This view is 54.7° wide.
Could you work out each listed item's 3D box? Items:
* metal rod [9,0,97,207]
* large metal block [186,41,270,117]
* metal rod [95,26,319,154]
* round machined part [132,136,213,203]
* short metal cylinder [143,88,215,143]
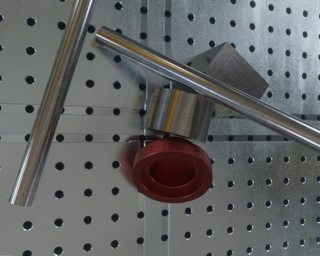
[{"bbox_3d":[-0.119,-0.057,0.368,0.025,0.025,0.299,18,84,-20],"label":"metal rod"},{"bbox_3d":[0.081,-0.060,0.415,0.080,0.080,0.050,40,77,-16],"label":"large metal block"},{"bbox_3d":[0.057,-0.047,0.358,0.301,0.025,0.025,28,79,11],"label":"metal rod"},{"bbox_3d":[0.016,0.049,0.392,0.098,0.097,0.042,28,36,-18],"label":"round machined part"},{"bbox_3d":[0.024,-0.014,0.393,0.081,0.080,0.050,16,85,-20],"label":"short metal cylinder"}]
